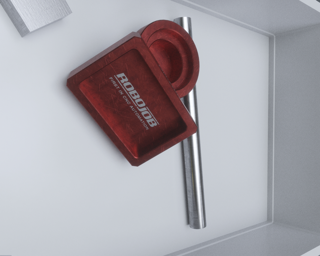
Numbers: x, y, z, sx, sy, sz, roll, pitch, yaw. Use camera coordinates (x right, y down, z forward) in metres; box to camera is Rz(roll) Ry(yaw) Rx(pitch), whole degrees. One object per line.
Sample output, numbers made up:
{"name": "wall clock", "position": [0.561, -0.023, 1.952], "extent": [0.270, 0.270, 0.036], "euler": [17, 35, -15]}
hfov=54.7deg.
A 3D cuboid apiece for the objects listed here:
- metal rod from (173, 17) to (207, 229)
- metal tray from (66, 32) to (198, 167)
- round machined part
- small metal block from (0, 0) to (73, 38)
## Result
{"name": "metal rod", "position": [0.044, -0.004, 0.445], "extent": [0.025, 0.025, 0.298], "euler": [-8, 96, -40]}
{"name": "metal tray", "position": [-0.028, -0.028, 0.348], "extent": [0.090, 0.030, 0.130], "euler": [-31, 116, 7]}
{"name": "round machined part", "position": [0.001, -0.083, 0.395], "extent": [0.099, 0.042, 0.097], "euler": [2, 87, -37]}
{"name": "small metal block", "position": [-0.124, -0.124, 0.303], "extent": [0.050, 0.025, 0.050], "euler": [-42, 116, -32]}
